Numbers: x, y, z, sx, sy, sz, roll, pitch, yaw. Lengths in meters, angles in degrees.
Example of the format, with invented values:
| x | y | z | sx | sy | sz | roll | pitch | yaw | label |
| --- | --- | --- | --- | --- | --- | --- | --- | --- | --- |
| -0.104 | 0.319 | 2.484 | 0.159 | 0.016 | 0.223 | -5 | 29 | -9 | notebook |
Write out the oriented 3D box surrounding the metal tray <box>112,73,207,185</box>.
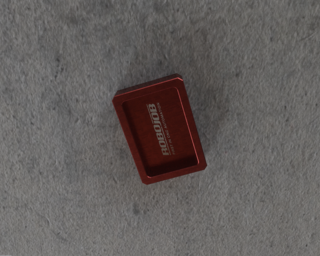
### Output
| x | y | z | sx | sy | sz | roll | pitch | yaw | label |
| --- | --- | --- | --- | --- | --- | --- | --- | --- | --- |
| 0.002 | 0.004 | 0.408 | 0.090 | 0.030 | 0.129 | -16 | 110 | 5 | metal tray |
